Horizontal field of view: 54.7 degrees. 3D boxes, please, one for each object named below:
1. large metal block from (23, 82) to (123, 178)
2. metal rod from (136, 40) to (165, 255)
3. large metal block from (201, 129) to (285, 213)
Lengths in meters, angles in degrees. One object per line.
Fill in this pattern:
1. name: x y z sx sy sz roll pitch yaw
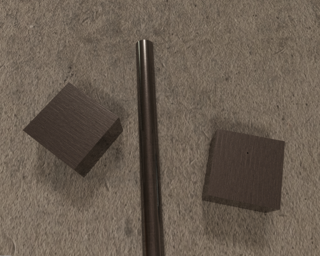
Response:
1. large metal block: -0.106 0.003 0.392 0.080 0.050 0.080 35 73 11
2. metal rod: -0.015 0.019 0.401 0.025 0.025 0.299 -3 70 -1
3. large metal block: 0.100 0.053 0.377 0.080 0.050 0.080 11 70 3
